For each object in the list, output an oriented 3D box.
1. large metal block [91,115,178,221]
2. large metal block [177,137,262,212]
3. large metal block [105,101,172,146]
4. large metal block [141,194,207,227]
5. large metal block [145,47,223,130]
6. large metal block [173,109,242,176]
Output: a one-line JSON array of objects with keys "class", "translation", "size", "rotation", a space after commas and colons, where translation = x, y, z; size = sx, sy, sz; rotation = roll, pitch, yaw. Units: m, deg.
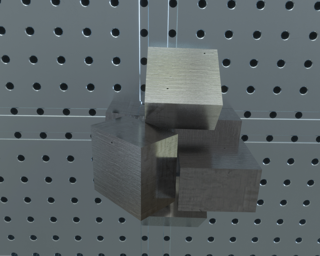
[{"class": "large metal block", "translation": [-0.029, 0.039, 0.336], "size": [0.080, 0.050, 0.079], "rotation": [20, 118, 41]}, {"class": "large metal block", "translation": [0.059, 0.049, 0.349], "size": [0.080, 0.080, 0.050], "rotation": [1, 110, -1]}, {"class": "large metal block", "translation": [-0.029, 0.014, 0.405], "size": [0.080, 0.050, 0.079], "rotation": [6, 110, -3]}, {"class": "large metal block", "translation": [0.016, 0.100, 0.415], "size": [0.080, 0.050, 0.080], "rotation": [2, 155, -1]}, {"class": "large metal block", "translation": [0.025, -0.046, 0.360], "size": [0.080, 0.080, 0.050], "rotation": [2, 148, -1]}, {"class": "large metal block", "translation": [0.056, 0.018, 0.407], "size": [0.080, 0.050, 0.079], "rotation": [3, 110, -1]}]
